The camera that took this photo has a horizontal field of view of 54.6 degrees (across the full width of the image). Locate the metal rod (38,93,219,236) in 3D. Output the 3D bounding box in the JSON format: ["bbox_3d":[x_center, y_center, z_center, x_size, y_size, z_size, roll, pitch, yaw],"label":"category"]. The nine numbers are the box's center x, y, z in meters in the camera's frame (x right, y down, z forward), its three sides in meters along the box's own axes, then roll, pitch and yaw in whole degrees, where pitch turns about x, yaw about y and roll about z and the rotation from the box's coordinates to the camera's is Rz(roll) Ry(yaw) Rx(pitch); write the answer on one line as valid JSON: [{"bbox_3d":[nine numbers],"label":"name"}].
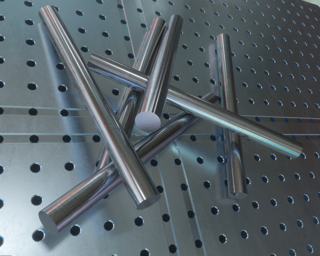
[{"bbox_3d":[-0.008,0.019,0.369,0.025,0.025,0.302,49,44,6],"label":"metal rod"}]

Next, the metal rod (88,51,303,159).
[{"bbox_3d":[0.051,-0.027,0.407,0.301,0.025,0.025,23,53,-8],"label":"metal rod"}]

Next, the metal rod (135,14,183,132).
[{"bbox_3d":[0.008,-0.095,0.417,0.025,0.025,0.300,27,36,-11],"label":"metal rod"}]

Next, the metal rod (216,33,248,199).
[{"bbox_3d":[0.109,-0.037,0.488,0.025,0.025,0.300,16,55,-19],"label":"metal rod"}]

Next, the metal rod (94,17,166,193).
[{"bbox_3d":[-0.032,-0.053,0.422,0.025,0.025,0.300,24,53,-13],"label":"metal rod"}]

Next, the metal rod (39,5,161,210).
[{"bbox_3d":[-0.081,-0.044,0.352,0.025,0.025,0.299,-12,56,-33],"label":"metal rod"}]
